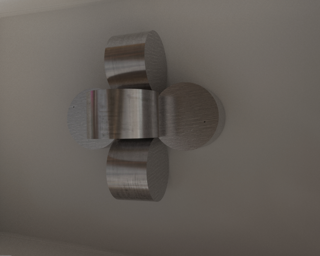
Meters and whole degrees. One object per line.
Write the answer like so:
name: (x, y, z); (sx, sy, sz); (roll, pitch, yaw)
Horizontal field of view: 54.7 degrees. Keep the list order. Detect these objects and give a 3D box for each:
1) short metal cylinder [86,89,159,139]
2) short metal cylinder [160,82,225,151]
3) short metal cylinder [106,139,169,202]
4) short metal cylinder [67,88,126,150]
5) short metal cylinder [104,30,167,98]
short metal cylinder: (-0.041, -0.014, 0.347); (0.080, 0.080, 0.050); (-1, 90, 20)
short metal cylinder: (0.036, -0.013, 0.382); (0.080, 0.050, 0.080); (0, 90, 20)
short metal cylinder: (-0.025, 0.050, 0.388); (0.050, 0.080, 0.080); (-2, 90, 19)
short metal cylinder: (-0.077, -0.012, 0.423); (0.080, 0.050, 0.080); (0, 90, 20)
short metal cylinder: (-0.027, -0.078, 0.389); (0.050, 0.080, 0.080); (-2, 90, 19)
